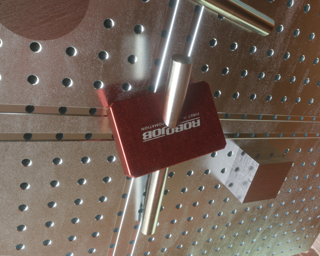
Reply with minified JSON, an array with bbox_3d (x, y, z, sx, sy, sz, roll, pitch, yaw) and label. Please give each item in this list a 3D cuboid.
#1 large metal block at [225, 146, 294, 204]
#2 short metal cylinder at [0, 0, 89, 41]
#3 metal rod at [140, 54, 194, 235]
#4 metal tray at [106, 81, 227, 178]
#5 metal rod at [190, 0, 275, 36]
[{"bbox_3d":[0.172,0.080,0.541,0.081,0.050,0.079,0,119,-29],"label":"large metal block"},{"bbox_3d":[-0.106,-0.121,0.263,0.081,0.050,0.079,-14,124,-21],"label":"short metal cylinder"},{"bbox_3d":[0.002,0.045,0.417,0.025,0.025,0.298,-9,130,-24],"label":"metal rod"},{"bbox_3d":[0.010,0.000,0.384,0.131,0.030,0.090,-16,89,-20],"label":"metal tray"},{"bbox_3d":[0.016,-0.157,0.324,0.302,0.025,0.025,11,113,-33],"label":"metal rod"}]
